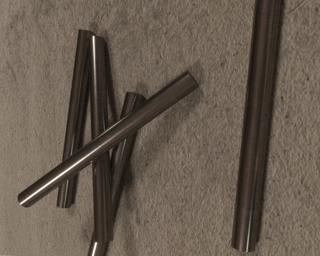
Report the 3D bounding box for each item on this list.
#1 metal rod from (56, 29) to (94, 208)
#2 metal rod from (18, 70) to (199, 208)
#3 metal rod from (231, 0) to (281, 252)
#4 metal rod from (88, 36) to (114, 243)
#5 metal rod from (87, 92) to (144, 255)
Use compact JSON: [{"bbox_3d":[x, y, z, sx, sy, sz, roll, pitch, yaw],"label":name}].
[{"bbox_3d":[-0.143,-0.011,0.519,0.025,0.025,0.298,16,100,38],"label":"metal rod"},{"bbox_3d":[-0.079,0.023,0.412,0.300,0.025,0.025,-35,68,16],"label":"metal rod"},{"bbox_3d":[0.101,-0.022,0.320,0.025,0.025,0.298,8,95,39],"label":"metal rod"},{"bbox_3d":[-0.087,0.007,0.449,0.025,0.025,0.299,-16,72,38],"label":"metal rod"},{"bbox_3d":[-0.072,0.093,0.462,0.025,0.025,0.298,24,105,37],"label":"metal rod"}]
